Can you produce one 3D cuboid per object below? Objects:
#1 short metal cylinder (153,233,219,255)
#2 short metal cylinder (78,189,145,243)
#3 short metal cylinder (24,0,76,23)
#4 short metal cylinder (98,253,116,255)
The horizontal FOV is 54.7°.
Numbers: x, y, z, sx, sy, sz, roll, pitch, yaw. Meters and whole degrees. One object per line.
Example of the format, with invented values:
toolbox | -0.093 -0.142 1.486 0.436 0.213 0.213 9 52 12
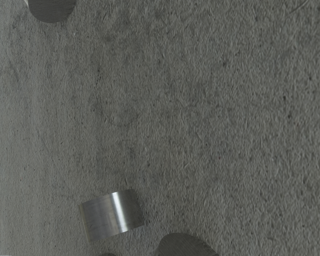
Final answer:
short metal cylinder | 0.027 0.166 0.347 0.080 0.081 0.050 36 112 34
short metal cylinder | -0.067 0.120 0.424 0.080 0.081 0.050 -28 72 36
short metal cylinder | -0.192 -0.229 0.528 0.080 0.081 0.050 -51 60 28
short metal cylinder | -0.091 0.236 0.464 0.080 0.050 0.080 0 90 40
